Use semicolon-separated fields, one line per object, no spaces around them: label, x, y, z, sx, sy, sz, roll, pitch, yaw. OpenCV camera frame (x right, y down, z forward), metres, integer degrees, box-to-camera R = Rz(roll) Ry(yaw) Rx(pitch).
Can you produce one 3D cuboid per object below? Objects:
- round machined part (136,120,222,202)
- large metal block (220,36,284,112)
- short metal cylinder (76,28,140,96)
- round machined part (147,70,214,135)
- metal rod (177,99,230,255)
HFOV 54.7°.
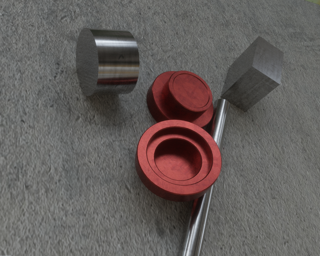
round machined part;0.020;0.041;0.368;0.099;0.042;0.098;6;55;-8
large metal block;0.149;-0.086;0.501;0.050;0.080;0.080;30;52;-9
short metal cylinder;-0.066;-0.081;0.382;0.050;0.080;0.080;-7;65;-31
round machined part;0.034;-0.042;0.437;0.099;0.042;0.098;14;56;-21
metal rod;0.054;0.076;0.386;0.025;0.025;0.300;28;52;-11
